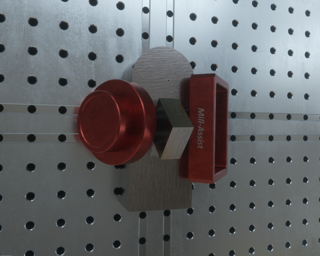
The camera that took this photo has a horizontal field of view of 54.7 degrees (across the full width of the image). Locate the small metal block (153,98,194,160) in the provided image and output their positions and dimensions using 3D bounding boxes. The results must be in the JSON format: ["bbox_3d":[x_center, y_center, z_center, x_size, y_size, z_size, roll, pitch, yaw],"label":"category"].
[{"bbox_3d":[0.011,0.001,0.358,0.025,0.050,0.050,0,132,-23],"label":"small metal block"}]

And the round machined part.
[{"bbox_3d":[-0.055,-0.006,0.349,0.042,0.098,0.097,2,89,-53],"label":"round machined part"}]

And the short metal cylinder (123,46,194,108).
[{"bbox_3d":[-0.003,-0.059,0.397,0.081,0.050,0.080,0,90,-20],"label":"short metal cylinder"}]

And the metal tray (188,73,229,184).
[{"bbox_3d":[0.066,0.001,0.404,0.030,0.090,0.129,1,90,23],"label":"metal tray"}]

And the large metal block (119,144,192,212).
[{"bbox_3d":[-0.006,0.059,0.397,0.081,0.050,0.080,2,89,-20],"label":"large metal block"}]
